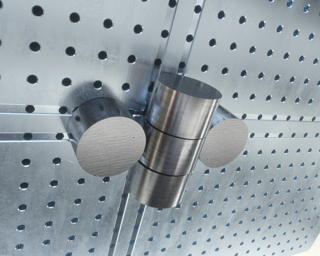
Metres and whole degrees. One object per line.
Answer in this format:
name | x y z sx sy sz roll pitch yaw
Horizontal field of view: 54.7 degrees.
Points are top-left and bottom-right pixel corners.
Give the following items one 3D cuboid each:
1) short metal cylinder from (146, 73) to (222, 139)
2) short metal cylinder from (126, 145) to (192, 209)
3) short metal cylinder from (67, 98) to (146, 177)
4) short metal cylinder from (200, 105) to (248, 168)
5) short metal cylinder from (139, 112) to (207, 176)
short metal cylinder | 0.028 -0.028 0.374 0.081 0.080 0.050 2 117 -30
short metal cylinder | -0.001 0.061 0.414 0.081 0.080 0.050 1 118 -29
short metal cylinder | -0.064 0.011 0.367 0.081 0.050 0.079 -14 125 -21
short metal cylinder | 0.078 0.010 0.445 0.081 0.050 0.079 -14 125 -21
short metal cylinder | 0.014 0.017 0.394 0.081 0.080 0.050 2 118 -30
